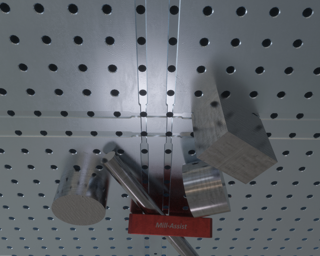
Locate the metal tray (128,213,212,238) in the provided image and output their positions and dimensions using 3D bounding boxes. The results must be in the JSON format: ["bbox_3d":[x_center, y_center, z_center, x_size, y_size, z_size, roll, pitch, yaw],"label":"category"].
[{"bbox_3d":[0.013,0.163,0.518,0.131,0.030,0.090,4,163,-4],"label":"metal tray"}]

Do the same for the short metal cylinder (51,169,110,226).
[{"bbox_3d":[-0.123,0.109,0.487,0.081,0.050,0.079,0,130,0],"label":"short metal cylinder"}]

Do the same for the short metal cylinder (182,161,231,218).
[{"bbox_3d":[0.068,0.086,0.449,0.050,0.080,0.080,-15,129,12],"label":"short metal cylinder"}]

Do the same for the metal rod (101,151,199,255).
[{"bbox_3d":[0.002,0.153,0.512,0.025,0.025,0.299,-25,117,19],"label":"metal rod"}]

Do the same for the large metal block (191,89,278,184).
[{"bbox_3d":[0.089,0.011,0.385,0.080,0.080,0.050,29,124,-23],"label":"large metal block"}]
